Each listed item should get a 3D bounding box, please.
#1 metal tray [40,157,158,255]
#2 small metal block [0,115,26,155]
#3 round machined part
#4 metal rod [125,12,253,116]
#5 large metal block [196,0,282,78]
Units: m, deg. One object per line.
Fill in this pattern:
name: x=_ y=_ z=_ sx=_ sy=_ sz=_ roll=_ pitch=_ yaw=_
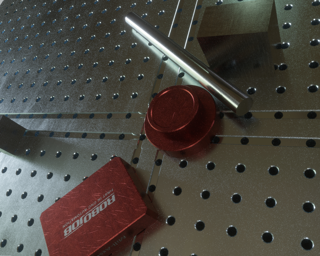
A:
metal tray: x=-0.078 y=0.108 z=0.378 sx=0.130 sy=0.030 sz=0.090 roll=-37 pitch=51 yaw=2
small metal block: x=-0.263 y=0.011 z=0.520 sx=0.025 sy=0.050 sz=0.050 roll=3 pitch=63 yaw=29
round machined part: x=0.023 y=-0.015 z=0.394 sx=0.098 sy=0.042 sz=0.098 roll=-13 pitch=56 yaw=21
metal rod: x=0.023 y=-0.109 z=0.453 sx=0.025 sy=0.025 sz=0.300 roll=-41 pitch=49 yaw=0
large metal block: x=0.101 y=-0.107 z=0.385 sx=0.080 sy=0.080 sz=0.050 roll=4 pitch=64 yaw=29
